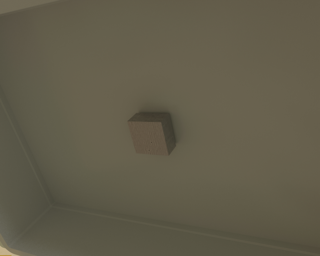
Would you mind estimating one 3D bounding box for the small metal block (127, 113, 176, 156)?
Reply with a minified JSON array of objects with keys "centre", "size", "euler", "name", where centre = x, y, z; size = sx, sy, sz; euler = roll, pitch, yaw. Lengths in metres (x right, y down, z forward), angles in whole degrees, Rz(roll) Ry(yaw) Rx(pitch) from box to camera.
[{"centre":[-0.010,0.008,0.415],"size":[0.050,0.025,0.050],"euler":[2,120,28],"name":"small metal block"}]
